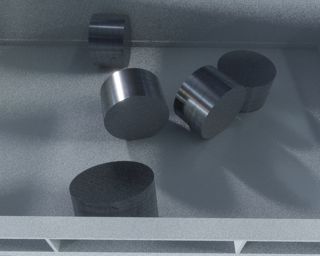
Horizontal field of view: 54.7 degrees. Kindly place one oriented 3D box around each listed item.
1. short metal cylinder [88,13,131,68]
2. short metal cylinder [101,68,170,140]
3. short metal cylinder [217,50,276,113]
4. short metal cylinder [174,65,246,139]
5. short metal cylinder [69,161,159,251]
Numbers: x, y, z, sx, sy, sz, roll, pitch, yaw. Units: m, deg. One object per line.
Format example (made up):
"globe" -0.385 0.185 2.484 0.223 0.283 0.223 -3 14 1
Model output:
"short metal cylinder" -0.075 -0.136 0.483 0.050 0.080 0.080 3 50 2
"short metal cylinder" -0.033 -0.029 0.393 0.081 0.080 0.050 -9 51 -8
"short metal cylinder" 0.120 -0.068 0.448 0.081 0.050 0.080 0 50 0
"short metal cylinder" 0.064 -0.033 0.398 0.080 0.080 0.050 -33 58 -25
"short metal cylinder" -0.043 0.073 0.305 0.080 0.050 0.080 -5 20 2
